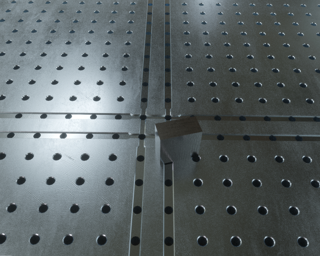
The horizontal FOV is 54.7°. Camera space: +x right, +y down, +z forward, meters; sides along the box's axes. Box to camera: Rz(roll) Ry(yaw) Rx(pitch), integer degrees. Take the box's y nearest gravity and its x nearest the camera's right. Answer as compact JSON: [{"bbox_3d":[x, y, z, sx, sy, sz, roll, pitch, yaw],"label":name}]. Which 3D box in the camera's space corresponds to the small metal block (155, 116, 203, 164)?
[{"bbox_3d":[0.021,0.015,0.379,0.050,0.050,0.025,-11,51,-10],"label":"small metal block"}]
